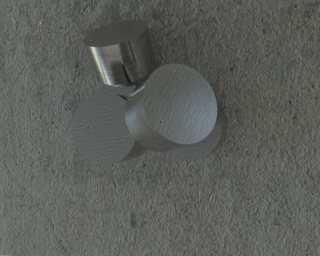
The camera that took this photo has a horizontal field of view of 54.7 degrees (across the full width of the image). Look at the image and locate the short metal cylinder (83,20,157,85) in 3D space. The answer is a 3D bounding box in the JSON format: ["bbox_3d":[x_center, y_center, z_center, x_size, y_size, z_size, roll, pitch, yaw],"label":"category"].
[{"bbox_3d":[-0.049,-0.097,0.390,0.080,0.080,0.050,0,129,19],"label":"short metal cylinder"}]

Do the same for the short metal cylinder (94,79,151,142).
[{"bbox_3d":[-0.046,-0.022,0.412,0.080,0.050,0.079,0,90,19],"label":"short metal cylinder"}]

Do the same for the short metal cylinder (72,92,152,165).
[{"bbox_3d":[-0.053,0.000,0.361,0.080,0.050,0.079,0,90,19],"label":"short metal cylinder"}]

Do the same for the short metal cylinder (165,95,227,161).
[{"bbox_3d":[0.039,-0.001,0.382,0.080,0.050,0.079,0,90,19],"label":"short metal cylinder"}]

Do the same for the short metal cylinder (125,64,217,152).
[{"bbox_3d":[0.010,-0.019,0.316,0.050,0.081,0.080,-26,79,61],"label":"short metal cylinder"}]
